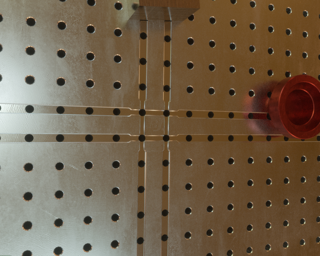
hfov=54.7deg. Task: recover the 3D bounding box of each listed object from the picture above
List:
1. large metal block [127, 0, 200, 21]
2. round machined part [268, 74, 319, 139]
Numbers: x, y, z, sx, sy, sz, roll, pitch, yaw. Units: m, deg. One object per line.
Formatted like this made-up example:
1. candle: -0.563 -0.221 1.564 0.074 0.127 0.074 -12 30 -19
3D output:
1. large metal block: 0.001 -0.188 0.400 0.081 0.050 0.079 -6 92 -20
2. round machined part: 0.210 -0.032 0.483 0.099 0.042 0.097 0 90 -20
